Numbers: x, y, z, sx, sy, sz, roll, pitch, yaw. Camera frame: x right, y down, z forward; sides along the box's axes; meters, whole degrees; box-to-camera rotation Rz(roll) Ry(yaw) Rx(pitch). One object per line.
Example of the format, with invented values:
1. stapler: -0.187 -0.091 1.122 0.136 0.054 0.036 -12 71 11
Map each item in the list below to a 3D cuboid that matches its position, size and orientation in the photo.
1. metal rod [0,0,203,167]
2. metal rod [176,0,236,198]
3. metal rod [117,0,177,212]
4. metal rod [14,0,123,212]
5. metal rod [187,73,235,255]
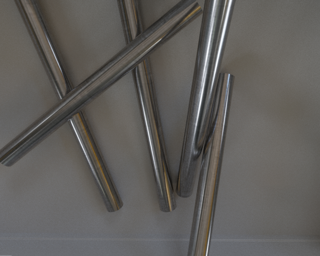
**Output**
1. metal rod: -0.079 -0.048 0.364 0.300 0.025 0.025 -36 106 12
2. metal rod: 0.043 -0.017 0.343 0.025 0.025 0.298 3 134 -1
3. metal rod: -0.014 -0.022 0.402 0.025 0.025 0.298 -9 110 3
4. metal rod: -0.110 -0.018 0.403 0.025 0.025 0.298 -17 110 6
5. metal rod: 0.057 0.081 0.375 0.025 0.025 0.298 10 84 -4
